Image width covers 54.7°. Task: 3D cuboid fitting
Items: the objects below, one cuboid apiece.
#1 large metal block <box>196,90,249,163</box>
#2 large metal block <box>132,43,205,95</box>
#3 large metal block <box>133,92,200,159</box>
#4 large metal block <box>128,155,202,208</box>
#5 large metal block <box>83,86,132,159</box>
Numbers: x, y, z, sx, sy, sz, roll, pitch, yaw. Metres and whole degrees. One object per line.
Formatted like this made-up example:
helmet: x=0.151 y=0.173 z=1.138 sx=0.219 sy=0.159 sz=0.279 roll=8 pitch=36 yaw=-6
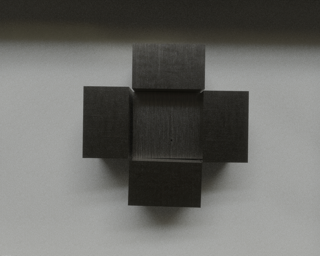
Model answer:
large metal block: x=0.073 y=-0.002 z=0.383 sx=0.050 sy=0.080 sz=0.080 roll=1 pitch=90 yaw=0
large metal block: x=0.010 y=-0.068 z=0.382 sx=0.081 sy=0.080 sz=0.050 roll=1 pitch=90 yaw=0
large metal block: x=0.008 y=-0.004 z=0.396 sx=0.081 sy=0.050 sz=0.080 roll=1 pitch=90 yaw=0
large metal block: x=0.006 y=0.062 z=0.382 sx=0.081 sy=0.080 sz=0.050 roll=2 pitch=90 yaw=0
large metal block: x=-0.060 y=-0.007 z=0.382 sx=0.050 sy=0.080 sz=0.080 roll=1 pitch=90 yaw=0
